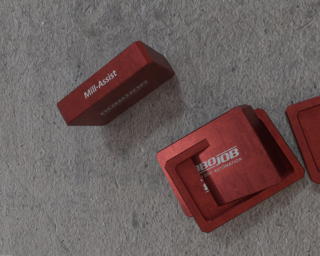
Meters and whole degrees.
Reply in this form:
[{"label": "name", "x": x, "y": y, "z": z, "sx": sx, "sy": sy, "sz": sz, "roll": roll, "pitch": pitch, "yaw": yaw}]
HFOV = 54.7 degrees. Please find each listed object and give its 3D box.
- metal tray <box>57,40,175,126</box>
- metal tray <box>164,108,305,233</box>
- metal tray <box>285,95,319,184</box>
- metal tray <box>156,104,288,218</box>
[{"label": "metal tray", "x": -0.053, "y": -0.050, "z": 0.392, "sx": 0.130, "sy": 0.090, "sz": 0.030, "roll": -34, "pitch": 79, "yaw": 17}, {"label": "metal tray", "x": 0.083, "y": 0.048, "z": 0.356, "sx": 0.130, "sy": 0.030, "sz": 0.090, "roll": -30, "pitch": 80, "yaw": -1}, {"label": "metal tray", "x": 0.214, "y": -0.002, "z": 0.330, "sx": 0.130, "sy": 0.030, "sz": 0.090, "roll": -20, "pitch": 83, "yaw": 18}, {"label": "metal tray", "x": 0.067, "y": 0.041, "z": 0.363, "sx": 0.130, "sy": 0.030, "sz": 0.090, "roll": -33, "pitch": 79, "yaw": 34}]
